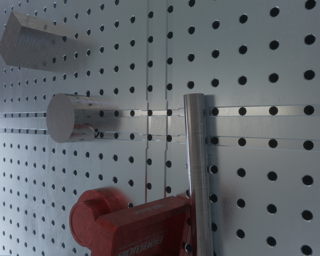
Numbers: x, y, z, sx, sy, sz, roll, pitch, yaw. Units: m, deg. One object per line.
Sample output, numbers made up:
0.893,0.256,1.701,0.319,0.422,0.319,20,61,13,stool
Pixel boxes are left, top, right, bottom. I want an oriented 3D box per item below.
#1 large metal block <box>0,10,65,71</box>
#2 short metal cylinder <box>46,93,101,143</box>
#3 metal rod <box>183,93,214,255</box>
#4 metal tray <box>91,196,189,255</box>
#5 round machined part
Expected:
-0.236,-0.157,0.569,0.050,0.081,0.080,51,120,28,large metal block
-0.143,-0.016,0.512,0.080,0.050,0.080,0,90,40,short metal cylinder
0.049,0.109,0.369,0.025,0.025,0.298,-5,87,40,metal rod
-0.018,0.135,0.356,0.030,0.131,0.089,15,99,39,metal tray
-0.105,0.146,0.486,0.098,0.042,0.097,0,90,40,round machined part
